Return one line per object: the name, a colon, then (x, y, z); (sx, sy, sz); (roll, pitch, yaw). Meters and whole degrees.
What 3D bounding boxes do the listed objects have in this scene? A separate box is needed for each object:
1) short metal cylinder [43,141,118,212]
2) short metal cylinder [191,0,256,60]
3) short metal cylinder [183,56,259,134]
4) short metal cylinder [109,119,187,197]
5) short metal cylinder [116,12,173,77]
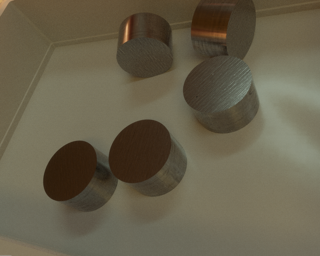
short metal cylinder: (-0.102, 0.063, 0.403); (0.080, 0.050, 0.080); (-13, 56, 20)
short metal cylinder: (0.084, -0.130, 0.405); (0.050, 0.080, 0.080); (19, 72, 35)
short metal cylinder: (0.075, -0.040, 0.374); (0.080, 0.050, 0.080); (-13, 56, 21)
short metal cylinder: (-0.014, 0.037, 0.373); (0.080, 0.050, 0.080); (-13, 56, 20)
short metal cylinder: (-0.022, -0.120, 0.454); (0.080, 0.080, 0.050); (-13, 56, 20)
